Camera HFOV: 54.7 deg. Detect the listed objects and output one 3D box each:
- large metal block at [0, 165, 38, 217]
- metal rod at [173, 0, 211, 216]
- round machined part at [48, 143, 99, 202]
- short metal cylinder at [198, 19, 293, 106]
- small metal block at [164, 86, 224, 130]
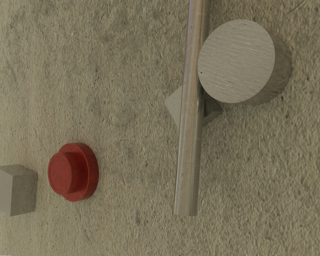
[{"bbox_3d":[-0.294,0.123,0.627,0.080,0.050,0.079,11,97,39],"label":"large metal block"},{"bbox_3d":[0.038,-0.058,0.341,0.025,0.025,0.298,-2,79,39],"label":"metal rod"},{"bbox_3d":[-0.149,0.074,0.514,0.098,0.042,0.097,0,90,39],"label":"round machined part"},{"bbox_3d":[0.086,-0.064,0.317,0.080,0.050,0.079,0,90,39],"label":"short metal cylinder"},{"bbox_3d":[0.039,-0.026,0.371,0.050,0.025,0.050,-40,66,32],"label":"small metal block"}]
